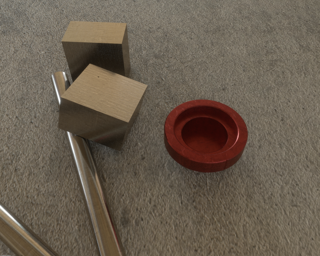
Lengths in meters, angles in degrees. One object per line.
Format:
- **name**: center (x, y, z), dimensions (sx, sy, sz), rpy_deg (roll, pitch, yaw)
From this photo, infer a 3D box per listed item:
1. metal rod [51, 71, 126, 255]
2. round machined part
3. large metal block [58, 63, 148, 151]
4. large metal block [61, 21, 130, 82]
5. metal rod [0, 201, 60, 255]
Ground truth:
- **metal rod**: center (-0.094, 0.032, 0.374), dimensions (0.025, 0.025, 0.300), rpy_deg (-17, 52, -14)
- **round machined part**: center (0.054, 0.014, 0.381), dimensions (0.099, 0.042, 0.098), rpy_deg (0, 50, 0)
- **large metal block**: center (-0.070, -0.028, 0.390), dimensions (0.080, 0.050, 0.080), rpy_deg (21, 42, 0)
- **large metal block**: center (-0.089, -0.107, 0.456), dimensions (0.080, 0.080, 0.050), rpy_deg (3, 50, 2)
- **metal rod**: center (-0.172, 0.091, 0.323), dimensions (0.300, 0.025, 0.025), rpy_deg (30, 56, 22)
